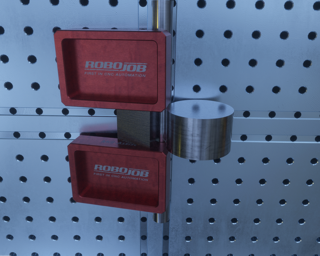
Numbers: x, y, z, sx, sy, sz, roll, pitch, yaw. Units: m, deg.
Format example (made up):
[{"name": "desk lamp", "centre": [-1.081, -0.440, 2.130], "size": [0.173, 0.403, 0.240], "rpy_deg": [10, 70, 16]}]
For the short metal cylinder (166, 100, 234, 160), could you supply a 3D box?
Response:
[{"name": "short metal cylinder", "centre": [0.048, 0.000, 0.381], "size": [0.081, 0.080, 0.050], "rpy_deg": [0, 110, 0]}]

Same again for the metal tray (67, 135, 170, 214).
[{"name": "metal tray", "centre": [-0.053, 0.061, 0.414], "size": [0.131, 0.030, 0.089], "rpy_deg": [5, 111, 11]}]

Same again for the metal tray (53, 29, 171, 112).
[{"name": "metal tray", "centre": [-0.054, -0.069, 0.366], "size": [0.131, 0.030, 0.089], "rpy_deg": [4, 111, 11]}]

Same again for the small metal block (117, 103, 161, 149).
[{"name": "small metal block", "centre": [-0.027, -0.006, 0.396], "size": [0.050, 0.025, 0.050], "rpy_deg": [13, 113, 29]}]

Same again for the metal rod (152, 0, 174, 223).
[{"name": "metal rod", "centre": [0.002, -0.007, 0.406], "size": [0.025, 0.025, 0.298], "rpy_deg": [0, 110, 0]}]
